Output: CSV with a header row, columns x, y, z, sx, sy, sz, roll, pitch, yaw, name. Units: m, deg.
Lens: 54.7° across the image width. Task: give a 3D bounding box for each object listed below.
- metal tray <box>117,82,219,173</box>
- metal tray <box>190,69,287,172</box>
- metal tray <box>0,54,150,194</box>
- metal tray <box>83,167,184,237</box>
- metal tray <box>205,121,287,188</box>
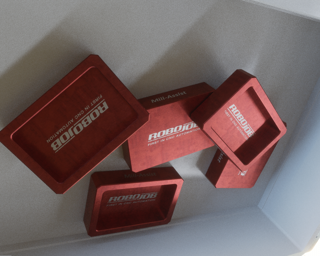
x,y,z,sx,sy,sz,roll,pitch,yaw,name
0.014,-0.002,0.412,0.131,0.030,0.089,-17,125,-19,metal tray
0.111,-0.005,0.422,0.090,0.030,0.130,-45,129,3,metal tray
-0.088,-0.004,0.331,0.130,0.030,0.090,-41,105,-1,metal tray
-0.038,0.105,0.449,0.131,0.030,0.089,0,118,-29,metal tray
0.139,0.037,0.504,0.091,0.030,0.129,7,115,-32,metal tray
